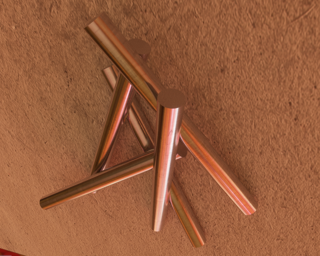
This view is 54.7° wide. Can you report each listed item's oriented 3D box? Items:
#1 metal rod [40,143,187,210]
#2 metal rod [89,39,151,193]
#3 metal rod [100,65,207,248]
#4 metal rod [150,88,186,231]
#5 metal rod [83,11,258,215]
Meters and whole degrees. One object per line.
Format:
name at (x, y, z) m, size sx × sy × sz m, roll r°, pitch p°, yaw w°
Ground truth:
metal rod at (-0.087, 0.078, 0.461) m, size 0.299 × 0.025 × 0.025 m, roll -25°, pitch 105°, yaw 34°
metal rod at (-0.067, 0.009, 0.422) m, size 0.025 × 0.025 × 0.298 m, roll 33°, pitch 137°, yaw 6°
metal rod at (-0.002, 0.050, 0.438) m, size 0.025 × 0.025 × 0.299 m, roll -14°, pitch 112°, yaw 34°
metal rod at (0.003, 0.066, 0.391) m, size 0.025 × 0.025 × 0.298 m, roll 23°, pitch 144°, yaw 14°
metal rod at (0.029, 0.004, 0.344) m, size 0.025 × 0.025 × 0.300 m, roll -21°, pitch 123°, yaw 36°
